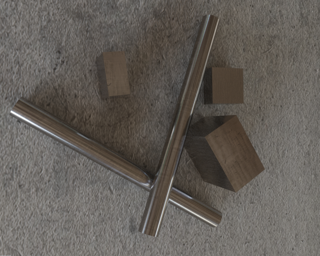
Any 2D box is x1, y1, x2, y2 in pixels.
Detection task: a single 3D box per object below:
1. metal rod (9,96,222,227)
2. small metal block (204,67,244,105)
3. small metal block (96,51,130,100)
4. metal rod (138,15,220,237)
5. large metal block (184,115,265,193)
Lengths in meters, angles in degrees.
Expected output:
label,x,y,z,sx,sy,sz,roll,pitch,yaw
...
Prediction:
label,x,y,z,sx,sy,sz,roll,pitch,yaw
metal rod,-0.041,0.052,0.394,0.301,0.025,0.025,33,79,-18
small metal block,0.091,-0.059,0.444,0.050,0.025,0.050,-2,91,-20
small metal block,-0.058,-0.062,0.375,0.025,0.050,0.050,-9,93,-20
metal rod,0.029,-0.013,0.403,0.025,0.025,0.299,22,76,-19
large metal block,0.078,0.031,0.410,0.050,0.080,0.080,-34,101,-17
